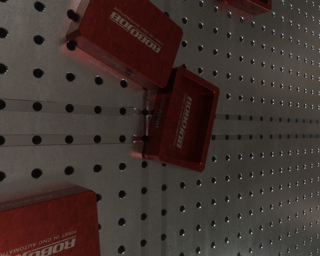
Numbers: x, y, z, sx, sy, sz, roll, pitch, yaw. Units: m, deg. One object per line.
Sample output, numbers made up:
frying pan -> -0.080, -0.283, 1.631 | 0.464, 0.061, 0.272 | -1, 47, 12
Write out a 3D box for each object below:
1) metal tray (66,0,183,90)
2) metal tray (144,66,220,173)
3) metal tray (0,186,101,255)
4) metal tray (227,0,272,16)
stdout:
metal tray -> -0.036, -0.114, 0.378 | 0.131, 0.030, 0.090 | 28, 72, -37
metal tray -> 0.034, -0.010, 0.436 | 0.091, 0.030, 0.129 | 21, 77, -38
metal tray -> -0.125, 0.115, 0.303 | 0.131, 0.030, 0.089 | -6, 94, -40
metal tray -> 0.158, -0.274, 0.540 | 0.091, 0.030, 0.129 | 1, 90, -40
